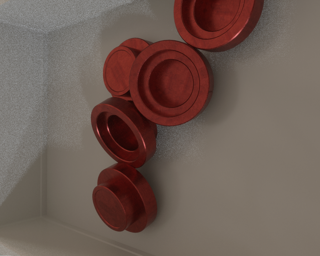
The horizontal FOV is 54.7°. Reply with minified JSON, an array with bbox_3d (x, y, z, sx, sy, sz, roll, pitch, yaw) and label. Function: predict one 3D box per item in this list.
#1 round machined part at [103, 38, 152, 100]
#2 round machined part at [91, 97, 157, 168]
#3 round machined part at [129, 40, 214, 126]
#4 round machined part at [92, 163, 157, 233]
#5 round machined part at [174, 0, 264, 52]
[{"bbox_3d":[-0.042,-0.076,0.430,0.098,0.042,0.097,0,90,40],"label":"round machined part"},{"bbox_3d":[-0.043,0.002,0.413,0.098,0.042,0.097,26,135,29],"label":"round machined part"},{"bbox_3d":[0.016,-0.053,0.370,0.098,0.042,0.097,4,101,22],"label":"round machined part"},{"bbox_3d":[-0.054,0.100,0.422,0.098,0.042,0.097,20,122,36],"label":"round machined part"},{"bbox_3d":[0.067,-0.132,0.339,0.098,0.042,0.097,3,94,39],"label":"round machined part"}]
